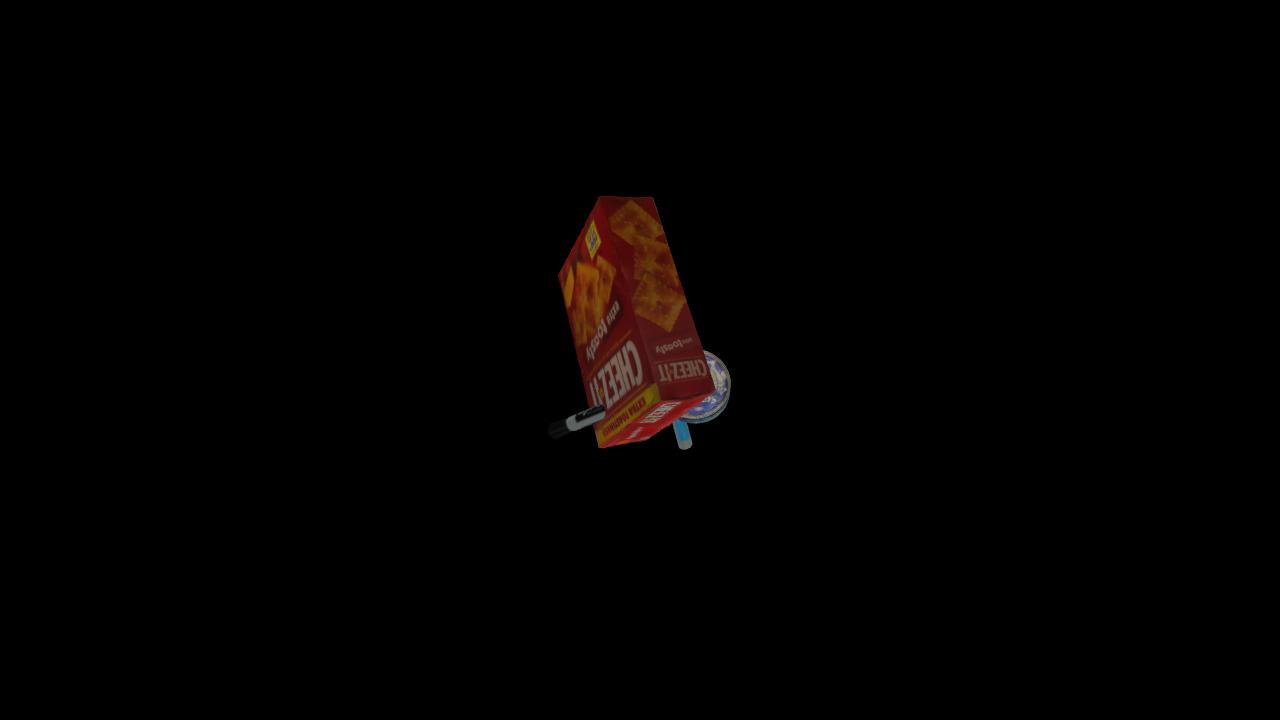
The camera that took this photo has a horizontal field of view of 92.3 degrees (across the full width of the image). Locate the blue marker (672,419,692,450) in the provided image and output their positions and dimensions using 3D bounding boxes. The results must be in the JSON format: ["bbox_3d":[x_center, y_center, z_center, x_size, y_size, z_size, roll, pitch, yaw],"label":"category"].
[{"bbox_3d":[0.045,0.061,0.767,0.020,0.121,0.020,-12,32,7],"label":"blue marker"}]

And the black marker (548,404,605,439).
[{"bbox_3d":[-0.049,0.059,0.660,0.121,0.020,0.020,-23,-10,23],"label":"black marker"}]

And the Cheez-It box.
[{"bbox_3d":[-0.015,-0.035,0.655,0.071,0.223,0.166,-7,-19,-26],"label":"Cheez-It box"}]

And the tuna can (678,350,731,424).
[{"bbox_3d":[0.065,0.032,0.725,0.084,0.084,0.034,0,-19,8],"label":"tuna can"}]
